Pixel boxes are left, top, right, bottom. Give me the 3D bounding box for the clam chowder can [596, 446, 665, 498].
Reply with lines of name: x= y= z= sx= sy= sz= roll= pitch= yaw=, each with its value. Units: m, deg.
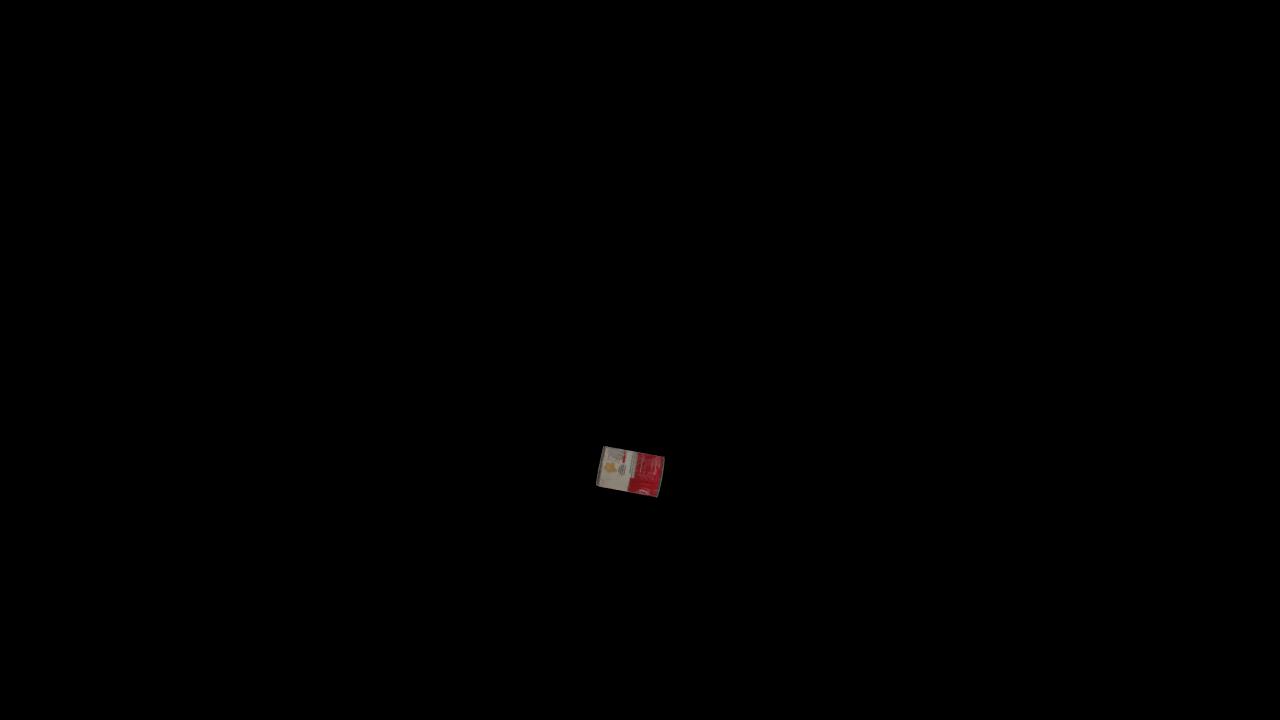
clam chowder can: x=-0.016 y=0.181 z=0.998 sx=0.102 sy=0.068 sz=0.068 roll=11 pitch=0 yaw=0
